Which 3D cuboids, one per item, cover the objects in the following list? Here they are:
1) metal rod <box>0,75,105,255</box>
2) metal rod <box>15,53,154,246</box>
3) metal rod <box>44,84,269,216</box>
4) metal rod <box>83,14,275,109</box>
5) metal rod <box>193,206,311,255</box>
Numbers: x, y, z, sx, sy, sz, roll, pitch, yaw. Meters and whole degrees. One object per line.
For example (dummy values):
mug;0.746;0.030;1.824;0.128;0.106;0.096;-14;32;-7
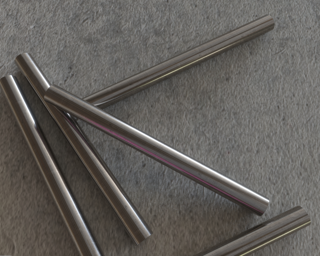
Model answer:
metal rod;-0.134;0.056;0.385;0.025;0.025;0.299;-29;73;-10
metal rod;-0.106;0.016;0.400;0.025;0.025;0.300;-34;74;-12
metal rod;-0.007;0.025;0.385;0.301;0.025;0.025;28;72;4
metal rod;0.032;-0.094;0.442;0.302;0.025;0.025;-26;73;-10
metal rod;0.034;0.161;0.349;0.302;0.025;0.025;-22;72;-8
